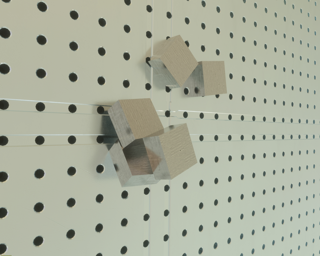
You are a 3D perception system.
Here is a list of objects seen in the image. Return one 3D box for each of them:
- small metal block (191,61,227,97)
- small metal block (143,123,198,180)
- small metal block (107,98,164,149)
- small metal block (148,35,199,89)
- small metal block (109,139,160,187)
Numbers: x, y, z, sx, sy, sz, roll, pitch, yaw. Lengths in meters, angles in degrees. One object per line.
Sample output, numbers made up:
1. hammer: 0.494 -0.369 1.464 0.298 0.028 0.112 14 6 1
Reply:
1. small metal block: 0.074 -0.074 0.469 0.050 0.025 0.050 -11 97 -39
2. small metal block: 0.013 0.026 0.357 0.050 0.025 0.050 -24 101 -45
3. small metal block: -0.027 -0.007 0.369 0.050 0.025 0.050 -9 69 -46
4. small metal block: 0.019 -0.090 0.424 0.050 0.025 0.050 51 60 -28
5. small metal block: -0.026 0.040 0.369 0.050 0.025 0.050 3 50 -40
